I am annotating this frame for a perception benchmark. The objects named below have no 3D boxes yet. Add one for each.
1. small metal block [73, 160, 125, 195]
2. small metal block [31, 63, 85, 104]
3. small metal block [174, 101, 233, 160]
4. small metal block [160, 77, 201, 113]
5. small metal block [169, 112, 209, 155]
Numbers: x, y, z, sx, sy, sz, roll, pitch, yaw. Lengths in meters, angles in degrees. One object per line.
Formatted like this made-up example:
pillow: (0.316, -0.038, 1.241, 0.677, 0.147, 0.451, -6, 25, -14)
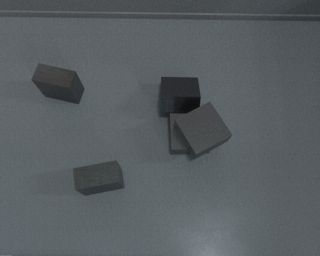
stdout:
small metal block: (-0.072, 0.061, 0.373, 0.050, 0.050, 0.025, -10, 71, -4)
small metal block: (-0.135, -0.058, 0.417, 0.050, 0.050, 0.025, 13, 71, 4)
small metal block: (0.052, 0.003, 0.382, 0.050, 0.025, 0.050, -27, 73, -10)
small metal block: (0.026, -0.045, 0.414, 0.050, 0.025, 0.050, 1, 38, 0)
small metal block: (0.039, 0.007, 0.407, 0.050, 0.025, 0.050, -2, 70, -1)
